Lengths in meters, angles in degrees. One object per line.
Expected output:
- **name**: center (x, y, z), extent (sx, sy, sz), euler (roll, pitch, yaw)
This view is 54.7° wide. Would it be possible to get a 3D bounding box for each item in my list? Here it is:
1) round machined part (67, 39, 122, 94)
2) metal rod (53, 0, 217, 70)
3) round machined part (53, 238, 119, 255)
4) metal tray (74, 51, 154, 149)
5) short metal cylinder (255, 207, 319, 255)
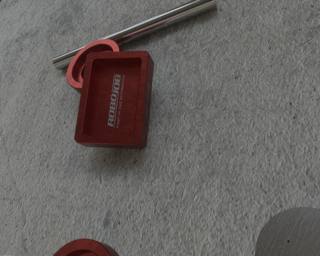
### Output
- **round machined part**: center (-0.097, -0.092, 0.498), extent (0.098, 0.042, 0.098), euler (-13, 56, 20)
- **metal rod**: center (-0.052, -0.158, 0.526), extent (0.301, 0.025, 0.025), euler (-16, 55, 18)
- **round machined part**: center (-0.077, 0.171, 0.327), extent (0.098, 0.042, 0.098), euler (-13, 56, 20)
- **metal tray**: center (-0.060, -0.039, 0.421), extent (0.090, 0.030, 0.129), euler (2, 76, 13)
- **short metal cylinder**: center (0.124, 0.111, 0.254), extent (0.080, 0.050, 0.080), euler (-13, 56, 20)
